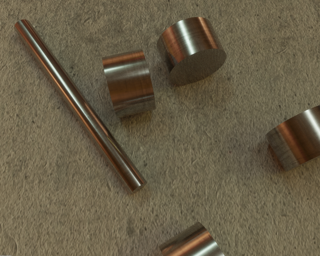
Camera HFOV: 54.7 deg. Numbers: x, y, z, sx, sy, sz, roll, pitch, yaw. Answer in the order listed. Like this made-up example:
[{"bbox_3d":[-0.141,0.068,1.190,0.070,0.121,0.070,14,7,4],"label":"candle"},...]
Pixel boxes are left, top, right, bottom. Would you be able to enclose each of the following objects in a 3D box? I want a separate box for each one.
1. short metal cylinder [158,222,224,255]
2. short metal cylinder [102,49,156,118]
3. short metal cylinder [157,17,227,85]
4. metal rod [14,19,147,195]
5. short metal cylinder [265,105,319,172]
[{"bbox_3d":[0.040,0.147,0.325,0.050,0.080,0.080,-29,73,-10],"label":"short metal cylinder"},{"bbox_3d":[-0.040,-0.057,0.399,0.050,0.080,0.080,-14,71,-5],"label":"short metal cylinder"},{"bbox_3d":[0.042,-0.101,0.416,0.080,0.080,0.050,-18,71,-7],"label":"short metal cylinder"},{"bbox_3d":[-0.115,-0.039,0.421,0.025,0.025,0.300,-35,74,-12],"label":"metal rod"},{"bbox_3d":[0.177,0.013,0.375,0.080,0.080,0.050,-22,72,-8],"label":"short metal cylinder"}]
